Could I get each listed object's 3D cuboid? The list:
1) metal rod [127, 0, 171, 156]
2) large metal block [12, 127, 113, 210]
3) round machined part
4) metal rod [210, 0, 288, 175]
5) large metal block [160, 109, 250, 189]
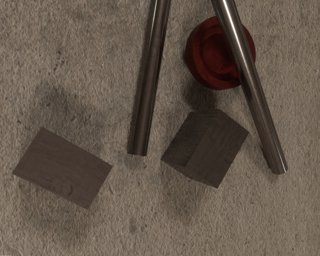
[{"bbox_3d":[-0.007,-0.113,0.407,0.025,0.025,0.298,10,87,-20],"label":"metal rod"},{"bbox_3d":[-0.107,0.041,0.341,0.080,0.080,0.050,32,80,-18],"label":"large metal block"},{"bbox_3d":[0.079,-0.101,0.431,0.099,0.042,0.097,0,90,-21],"label":"round machined part"},{"bbox_3d":[0.123,-0.054,0.414,0.025,0.025,0.299,-37,118,-16],"label":"metal rod"},{"bbox_3d":[0.055,0.024,0.402,0.050,0.080,0.080,36,78,-17],"label":"large metal block"}]
